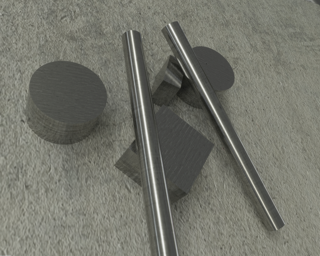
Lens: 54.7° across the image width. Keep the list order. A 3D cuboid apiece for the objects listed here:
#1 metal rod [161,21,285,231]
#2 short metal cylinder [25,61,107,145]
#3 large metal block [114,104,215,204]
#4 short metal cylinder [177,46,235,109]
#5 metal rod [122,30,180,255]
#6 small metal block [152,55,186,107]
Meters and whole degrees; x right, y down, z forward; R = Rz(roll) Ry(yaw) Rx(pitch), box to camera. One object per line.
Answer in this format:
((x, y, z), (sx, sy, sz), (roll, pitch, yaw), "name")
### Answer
((0.083, -0.003, 0.410), (0.025, 0.025, 0.299), (-27, 89, -37), "metal rod")
((-0.106, -0.028, 0.348), (0.081, 0.050, 0.080), (14, 56, -21), "short metal cylinder")
((0.006, 0.032, 0.371), (0.080, 0.050, 0.080), (39, 51, -2), "large metal block")
((0.064, -0.076, 0.469), (0.081, 0.050, 0.080), (14, 56, -21), "short metal cylinder")
((-0.012, 0.017, 0.322), (0.025, 0.025, 0.299), (4, 60, -26), "metal rod")
((0.010, -0.064, 0.432), (0.025, 0.050, 0.050), (24, 53, -14), "small metal block")
